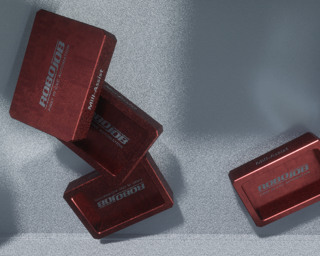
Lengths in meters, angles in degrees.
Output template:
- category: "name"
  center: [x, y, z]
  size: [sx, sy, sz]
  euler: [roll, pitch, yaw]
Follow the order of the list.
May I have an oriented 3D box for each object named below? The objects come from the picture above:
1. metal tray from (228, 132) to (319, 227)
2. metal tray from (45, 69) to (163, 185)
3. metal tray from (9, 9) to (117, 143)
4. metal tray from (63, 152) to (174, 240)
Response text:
- category: "metal tray"
  center: [0.176, 0.075, 0.438]
  size: [0.130, 0.030, 0.090]
  euler: [-29, 108, 9]
- category: "metal tray"
  center: [-0.074, -0.003, 0.387]
  size: [0.130, 0.030, 0.090]
  euler: [38, 106, 3]
- category: "metal tray"
  center: [-0.113, -0.059, 0.357]
  size: [0.090, 0.030, 0.129]
  euler: [22, 99, 14]
- category: "metal tray"
  center: [-0.057, 0.095, 0.442]
  size: [0.130, 0.030, 0.090]
  euler: [-26, 108, 9]
